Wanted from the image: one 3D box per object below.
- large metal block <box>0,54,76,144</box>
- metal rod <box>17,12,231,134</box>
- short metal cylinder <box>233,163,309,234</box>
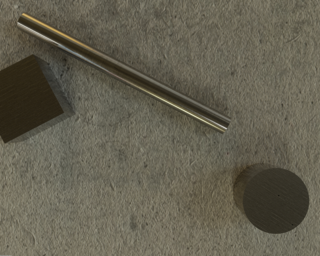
[{"bbox_3d":[-0.169,-0.035,0.396,0.080,0.050,0.080,-28,90,0],"label":"large metal block"},{"bbox_3d":[-0.046,-0.072,0.409,0.301,0.025,0.025,27,90,0],"label":"metal rod"},{"bbox_3d":[0.140,0.088,0.399,0.081,0.050,0.079,0,90,0],"label":"short metal cylinder"}]
